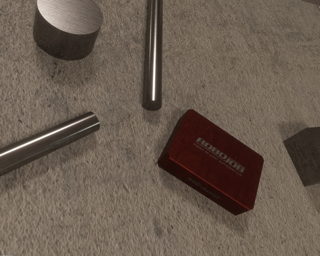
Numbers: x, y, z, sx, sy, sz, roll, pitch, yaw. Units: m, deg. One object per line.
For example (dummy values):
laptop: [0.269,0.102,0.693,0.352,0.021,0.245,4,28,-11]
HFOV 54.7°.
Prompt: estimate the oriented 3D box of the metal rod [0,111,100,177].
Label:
metal rod: [-0.184,0.049,0.274,0.302,0.025,0.025,-29,78,-38]

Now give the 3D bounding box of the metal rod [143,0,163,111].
metal rod: [-0.008,-0.157,0.496,0.025,0.025,0.299,14,56,-21]

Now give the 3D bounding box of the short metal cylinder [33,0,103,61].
short metal cylinder: [-0.121,-0.136,0.406,0.081,0.050,0.080,14,56,-21]

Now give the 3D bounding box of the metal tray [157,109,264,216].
metal tray: [0.072,0.044,0.414,0.130,0.030,0.090,34,51,-7]

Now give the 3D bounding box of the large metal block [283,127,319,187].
large metal block: [0.263,0.044,0.505,0.081,0.050,0.080,-3,63,-30]
